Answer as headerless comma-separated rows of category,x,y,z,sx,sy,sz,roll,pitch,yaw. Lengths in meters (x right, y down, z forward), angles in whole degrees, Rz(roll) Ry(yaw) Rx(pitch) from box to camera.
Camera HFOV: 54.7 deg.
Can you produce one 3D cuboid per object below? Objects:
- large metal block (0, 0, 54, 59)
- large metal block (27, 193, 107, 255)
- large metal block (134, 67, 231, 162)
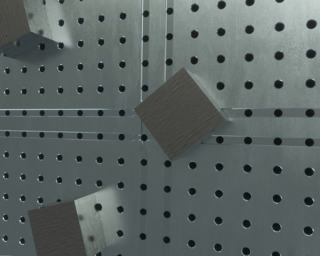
large metal block,-0.221,-0.162,0.475,0.080,0.050,0.080,-18,84,18
large metal block,-0.132,0.145,0.444,0.080,0.050,0.080,-16,85,19
large metal block,0.029,-0.016,0.389,0.080,0.050,0.080,-39,78,15
